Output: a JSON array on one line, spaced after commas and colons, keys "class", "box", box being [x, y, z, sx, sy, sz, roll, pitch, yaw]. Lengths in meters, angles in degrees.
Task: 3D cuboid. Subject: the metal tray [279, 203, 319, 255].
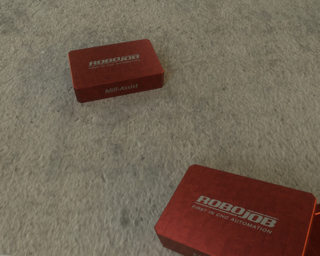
[{"class": "metal tray", "box": [0.198, 0.115, 0.305, 0.131, 0.030, 0.090, -12, 51, -10]}]

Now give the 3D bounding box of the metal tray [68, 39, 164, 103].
[{"class": "metal tray", "box": [-0.068, -0.090, 0.475, 0.131, 0.030, 0.090, -12, 51, -11]}]

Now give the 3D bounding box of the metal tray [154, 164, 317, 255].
[{"class": "metal tray", "box": [0.072, 0.091, 0.301, 0.130, 0.030, 0.090, 11, 49, 31]}]
